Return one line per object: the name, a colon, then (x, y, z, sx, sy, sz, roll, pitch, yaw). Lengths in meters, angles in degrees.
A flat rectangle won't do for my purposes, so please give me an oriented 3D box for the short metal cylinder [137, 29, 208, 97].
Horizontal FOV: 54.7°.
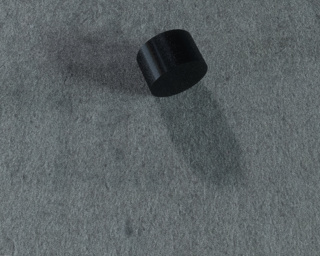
short metal cylinder: (0.016, -0.083, 0.410, 0.080, 0.080, 0.050, -21, 72, -8)
